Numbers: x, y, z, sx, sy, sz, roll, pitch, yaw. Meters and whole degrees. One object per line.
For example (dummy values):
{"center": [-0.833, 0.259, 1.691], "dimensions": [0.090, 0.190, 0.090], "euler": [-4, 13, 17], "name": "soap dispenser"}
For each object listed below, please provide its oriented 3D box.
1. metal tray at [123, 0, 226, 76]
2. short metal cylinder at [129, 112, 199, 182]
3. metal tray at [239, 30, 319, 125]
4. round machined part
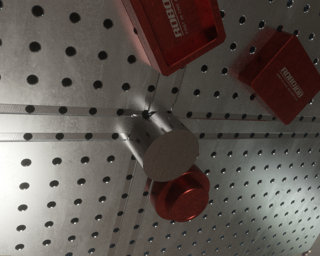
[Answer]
{"center": [0.013, -0.133, 0.334], "dimensions": [0.090, 0.030, 0.130], "euler": [-33, 129, -7], "name": "metal tray"}
{"center": [0.005, 0.025, 0.415], "dimensions": [0.081, 0.050, 0.079], "euler": [-14, 125, -21], "name": "short metal cylinder"}
{"center": [0.187, -0.071, 0.469], "dimensions": [0.130, 0.030, 0.090], "euler": [34, 99, -39], "name": "metal tray"}
{"center": [0.038, 0.110, 0.491], "dimensions": [0.099, 0.042, 0.097], "euler": [-14, 125, -21], "name": "round machined part"}
